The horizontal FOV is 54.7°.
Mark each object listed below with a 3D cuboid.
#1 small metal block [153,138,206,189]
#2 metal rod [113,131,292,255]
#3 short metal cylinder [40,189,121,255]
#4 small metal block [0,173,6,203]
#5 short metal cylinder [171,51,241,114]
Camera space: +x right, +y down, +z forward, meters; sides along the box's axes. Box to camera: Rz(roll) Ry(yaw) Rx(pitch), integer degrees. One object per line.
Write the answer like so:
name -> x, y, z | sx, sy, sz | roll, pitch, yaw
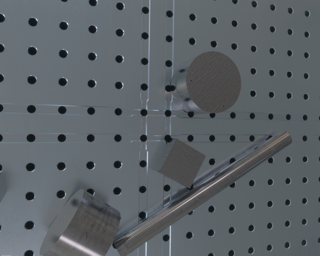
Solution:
small metal block -> 0.027, 0.047, 0.423 | 0.050, 0.025, 0.050 | 31, 80, -18
metal rod -> 0.071, 0.085, 0.439 | 0.302, 0.025, 0.025 | -29, 100, -18
short metal cylinder -> -0.089, 0.117, 0.351 | 0.050, 0.080, 0.080 | 37, 78, -17
small metal block -> -0.196, 0.068, 0.327 | 0.050, 0.050, 0.025 | -10, 94, -20
short metal cylinder -> 0.062, -0.059, 0.422 | 0.081, 0.050, 0.079 | 0, 90, -20
